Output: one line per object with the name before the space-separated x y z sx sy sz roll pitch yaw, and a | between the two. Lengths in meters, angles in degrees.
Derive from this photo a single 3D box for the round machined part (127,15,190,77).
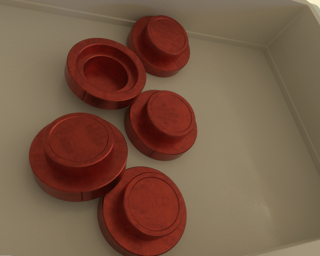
round machined part | 0.004 -0.130 0.468 0.099 0.042 0.098 11 65 -23

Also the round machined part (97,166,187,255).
round machined part | -0.014 0.087 0.334 0.099 0.042 0.098 14 56 -21

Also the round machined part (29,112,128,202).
round machined part | -0.082 0.022 0.319 0.099 0.042 0.098 6 49 -7

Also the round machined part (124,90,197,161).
round machined part | 0.007 -0.010 0.404 0.099 0.042 0.098 14 56 -21

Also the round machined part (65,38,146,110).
round machined part | -0.071 -0.063 0.394 0.099 0.042 0.098 13 56 -19
